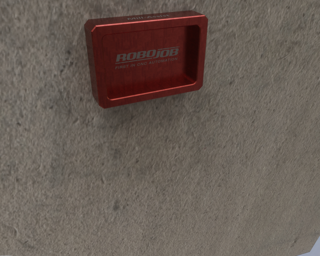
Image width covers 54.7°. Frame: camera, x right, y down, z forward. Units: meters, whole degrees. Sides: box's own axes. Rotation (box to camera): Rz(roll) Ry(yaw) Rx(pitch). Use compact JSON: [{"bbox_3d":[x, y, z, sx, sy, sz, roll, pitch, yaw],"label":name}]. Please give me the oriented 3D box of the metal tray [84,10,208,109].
[{"bbox_3d":[-0.012,-0.079,0.349,0.131,0.030,0.089,-14,124,-21],"label":"metal tray"}]
